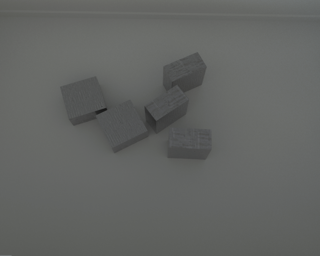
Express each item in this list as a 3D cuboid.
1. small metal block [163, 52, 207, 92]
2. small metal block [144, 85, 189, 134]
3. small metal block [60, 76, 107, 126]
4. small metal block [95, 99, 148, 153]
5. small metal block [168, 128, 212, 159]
[{"bbox_3d":[0.032,-0.071,0.423,0.050,0.050,0.025,-25,72,-9],"label":"small metal block"},{"bbox_3d":[0.008,-0.023,0.405,0.050,0.050,0.025,-34,74,-12],"label":"small metal block"},{"bbox_3d":[-0.102,-0.037,0.422,0.050,0.025,0.050,-18,71,-7],"label":"small metal block"},{"bbox_3d":[-0.050,-0.002,0.410,0.050,0.025,0.050,-26,72,-10],"label":"small metal block"},{"bbox_3d":[0.036,0.021,0.389,0.050,0.050,0.025,3,70,0],"label":"small metal block"}]
